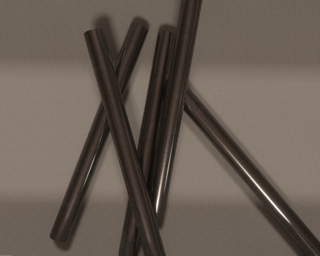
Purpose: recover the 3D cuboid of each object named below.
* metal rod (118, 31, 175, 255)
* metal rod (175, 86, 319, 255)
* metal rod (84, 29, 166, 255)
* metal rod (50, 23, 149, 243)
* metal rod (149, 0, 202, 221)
[{"bbox_3d":[-0.017,0.022,0.411,0.025,0.025,0.298,10,90,-1],"label":"metal rod"},{"bbox_3d":[0.118,0.058,0.413,0.025,0.025,0.300,-40,91,0],"label":"metal rod"},{"bbox_3d":[-0.042,0.025,0.384,0.025,0.025,0.298,-15,90,0],"label":"metal rod"},{"bbox_3d":[-0.080,0.006,0.410,0.025,0.025,0.299,21,90,-1],"label":"metal rod"},{"bbox_3d":[0.017,-0.027,0.389,0.025,0.025,0.298,9,99,-1],"label":"metal rod"}]
